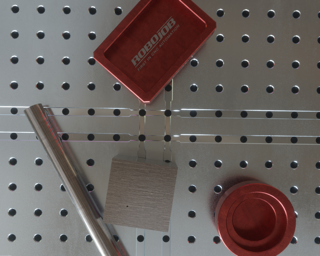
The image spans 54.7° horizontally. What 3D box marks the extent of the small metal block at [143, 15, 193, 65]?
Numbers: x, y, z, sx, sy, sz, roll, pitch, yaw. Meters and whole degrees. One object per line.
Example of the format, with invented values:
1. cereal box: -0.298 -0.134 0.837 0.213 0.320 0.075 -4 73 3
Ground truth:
1. small metal block: 0.012 -0.113 0.413 0.050 0.025 0.050 41 90 -1

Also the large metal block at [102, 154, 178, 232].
1. large metal block: -0.024 0.082 0.401 0.081 0.050 0.080 9 90 -1

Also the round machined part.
1. round machined part: 0.121 0.117 0.407 0.099 0.042 0.097 0 90 -1

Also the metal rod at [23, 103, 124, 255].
1. metal rod: -0.098 0.105 0.412 0.025 0.025 0.299 -28 90 0

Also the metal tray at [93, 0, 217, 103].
1. metal tray: -0.006 -0.106 0.385 0.090 0.030 0.130 42 90 0
